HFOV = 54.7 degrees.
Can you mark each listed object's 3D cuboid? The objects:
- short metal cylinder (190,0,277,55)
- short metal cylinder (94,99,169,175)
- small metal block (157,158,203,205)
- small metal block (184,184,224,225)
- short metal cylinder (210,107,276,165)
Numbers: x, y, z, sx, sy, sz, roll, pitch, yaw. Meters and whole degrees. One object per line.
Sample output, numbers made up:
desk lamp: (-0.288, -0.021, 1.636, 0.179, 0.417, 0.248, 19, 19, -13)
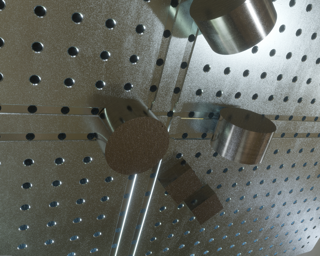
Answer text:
short metal cylinder: (0.080, -0.128, 0.340, 0.080, 0.080, 0.050, -43, 129, 2)
short metal cylinder: (-0.035, 0.011, 0.382, 0.081, 0.050, 0.079, -13, 124, -21)
small metal block: (0.032, 0.083, 0.480, 0.050, 0.025, 0.050, -37, 129, -4)
small metal block: (0.076, 0.133, 0.535, 0.050, 0.025, 0.050, -35, 129, -5)
short metal cylinder: (0.118, 0.010, 0.446, 0.081, 0.080, 0.050, -2, 119, -28)
